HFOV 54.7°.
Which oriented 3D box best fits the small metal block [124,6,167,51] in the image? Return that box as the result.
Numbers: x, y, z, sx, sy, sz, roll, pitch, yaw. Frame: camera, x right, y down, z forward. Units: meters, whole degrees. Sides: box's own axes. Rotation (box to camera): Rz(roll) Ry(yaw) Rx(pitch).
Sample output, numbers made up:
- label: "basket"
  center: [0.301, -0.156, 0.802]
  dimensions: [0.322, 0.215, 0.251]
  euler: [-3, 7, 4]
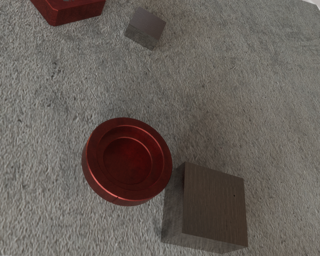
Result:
- label: "small metal block"
  center: [-0.023, -0.157, 0.489]
  dimensions: [0.050, 0.025, 0.050]
  euler: [27, 52, -12]

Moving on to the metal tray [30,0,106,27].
- label: "metal tray"
  center: [-0.152, -0.213, 0.448]
  dimensions: [0.091, 0.030, 0.130]
  euler: [-33, 80, -38]

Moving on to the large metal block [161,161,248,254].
- label: "large metal block"
  center: [0.051, 0.094, 0.360]
  dimensions: [0.081, 0.050, 0.080]
  euler: [18, 55, -18]

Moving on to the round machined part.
- label: "round machined part"
  center: [-0.039, 0.040, 0.348]
  dimensions: [0.099, 0.042, 0.098]
  euler: [14, 56, -21]
